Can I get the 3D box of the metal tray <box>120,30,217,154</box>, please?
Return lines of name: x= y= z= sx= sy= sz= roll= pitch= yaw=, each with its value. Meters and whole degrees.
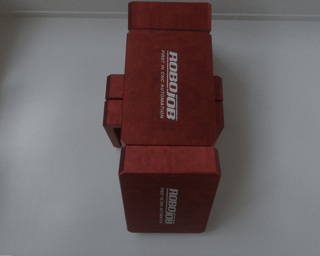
metal tray: x=0.009 y=-0.039 z=0.324 sx=0.091 sy=0.030 sz=0.130 roll=1 pitch=70 yaw=-1

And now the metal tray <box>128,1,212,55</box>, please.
metal tray: x=0.011 y=-0.121 z=0.396 sx=0.091 sy=0.130 sz=0.030 roll=1 pitch=91 yaw=0

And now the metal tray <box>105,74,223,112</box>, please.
metal tray: x=0.005 y=-0.031 z=0.385 sx=0.131 sy=0.090 sz=0.030 roll=1 pitch=70 yaw=0

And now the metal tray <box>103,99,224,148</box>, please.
metal tray: x=0.004 y=-0.002 z=0.375 sx=0.131 sy=0.090 sz=0.030 roll=1 pitch=70 yaw=0

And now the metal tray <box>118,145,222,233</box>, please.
metal tray: x=0.008 y=0.070 z=0.325 sx=0.091 sy=0.129 sz=0.030 roll=1 pitch=49 yaw=-1
